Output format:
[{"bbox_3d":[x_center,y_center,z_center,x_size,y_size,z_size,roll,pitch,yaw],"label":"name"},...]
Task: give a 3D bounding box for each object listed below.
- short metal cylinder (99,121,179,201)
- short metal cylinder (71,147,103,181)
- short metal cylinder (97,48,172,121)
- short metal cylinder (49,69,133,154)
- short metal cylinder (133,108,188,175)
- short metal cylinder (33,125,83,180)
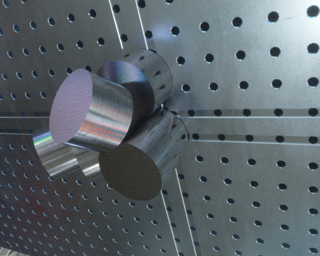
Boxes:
[{"bbox_3d":[-0.024,0.038,0.364,0.080,0.050,0.079,13,124,21],"label":"short metal cylinder"},{"bbox_3d":[-0.088,0.026,0.429,0.050,0.080,0.080,-24,111,-7],"label":"short metal cylinder"},{"bbox_3d":[-0.032,-0.052,0.379,0.080,0.050,0.079,13,124,21],"label":"short metal cylinder"},{"bbox_3d":[-0.074,-0.017,0.331,0.080,0.080,0.050,-26,147,37],"label":"short metal cylinder"},{"bbox_3d":[-0.009,0.019,0.411,0.080,0.050,0.079,13,124,21],"label":"short metal cylinder"},{"bbox_3d":[-0.147,0.030,0.463,0.050,0.080,0.080,-24,111,-8],"label":"short metal cylinder"}]
